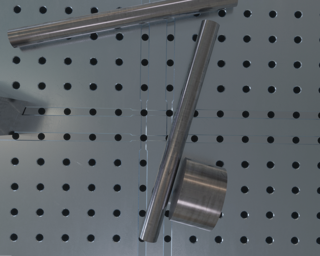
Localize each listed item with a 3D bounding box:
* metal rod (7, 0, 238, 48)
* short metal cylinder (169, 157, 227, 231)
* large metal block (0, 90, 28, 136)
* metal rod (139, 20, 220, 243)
[{"bbox_3d":[-0.048,-0.147,0.412,0.302,0.025,0.025,-11,90,0],"label":"metal rod"},{"bbox_3d":[0.046,0.082,0.386,0.050,0.080,0.080,16,90,0],"label":"short metal cylinder"},{"bbox_3d":[-0.228,-0.029,0.384,0.080,0.080,0.050,23,90,0],"label":"large metal block"},{"bbox_3d":[0.026,0.004,0.413,0.025,0.025,0.298,16,90,0],"label":"metal rod"}]
